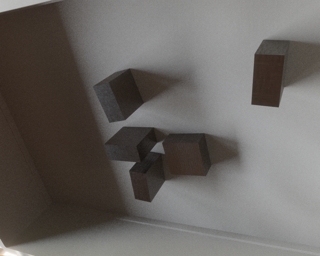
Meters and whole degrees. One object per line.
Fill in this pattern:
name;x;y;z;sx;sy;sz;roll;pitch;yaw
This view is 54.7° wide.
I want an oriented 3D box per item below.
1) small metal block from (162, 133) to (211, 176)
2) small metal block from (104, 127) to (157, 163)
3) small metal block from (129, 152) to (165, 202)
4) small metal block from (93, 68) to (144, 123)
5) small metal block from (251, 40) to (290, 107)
small metal block;0.036;0.035;0.410;0.050;0.025;0.050;-2;118;28
small metal block;-0.039;0.021;0.425;0.050;0.050;0.025;1;119;27
small metal block;-0.017;0.069;0.442;0.025;0.050;0.050;6;121;25
small metal block;-0.051;-0.041;0.392;0.025;0.050;0.050;-8;114;31
small metal block;0.108;-0.054;0.302;0.025;0.050;0.050;8;122;23
